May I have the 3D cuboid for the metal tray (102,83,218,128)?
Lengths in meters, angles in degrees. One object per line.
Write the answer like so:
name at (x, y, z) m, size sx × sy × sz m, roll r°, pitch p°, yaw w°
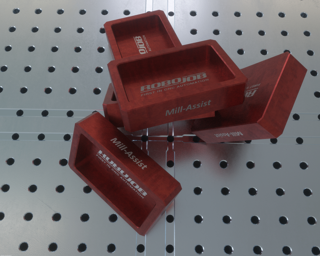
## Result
metal tray at (0.000, -0.038, 0.391) m, size 0.131 × 0.090 × 0.030 m, roll -6°, pitch 115°, yaw -1°

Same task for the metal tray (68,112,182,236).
metal tray at (-0.046, 0.054, 0.355) m, size 0.130 × 0.089 × 0.030 m, roll 40°, pitch 48°, yaw 13°

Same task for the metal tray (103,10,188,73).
metal tray at (-0.020, -0.106, 0.428) m, size 0.091 × 0.030 × 0.130 m, roll -16°, pitch 55°, yaw -7°

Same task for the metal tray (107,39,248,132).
metal tray at (0.016, -0.050, 0.338) m, size 0.131 × 0.030 × 0.090 m, roll -14°, pitch 46°, yaw -9°

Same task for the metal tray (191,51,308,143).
metal tray at (0.098, -0.030, 0.369) m, size 0.030 × 0.130 × 0.090 m, roll 35°, pitch 71°, yaw -19°
